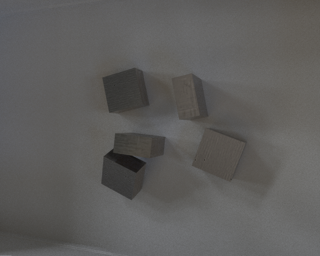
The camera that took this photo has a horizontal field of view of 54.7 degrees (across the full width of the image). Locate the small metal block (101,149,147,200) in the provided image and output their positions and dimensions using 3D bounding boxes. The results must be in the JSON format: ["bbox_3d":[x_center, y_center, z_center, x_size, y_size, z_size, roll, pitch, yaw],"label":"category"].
[{"bbox_3d":[-0.049,0.061,0.417,0.050,0.025,0.050,24,126,18],"label":"small metal block"}]

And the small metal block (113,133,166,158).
[{"bbox_3d":[-0.026,0.022,0.406,0.050,0.050,0.025,7,92,20],"label":"small metal block"}]

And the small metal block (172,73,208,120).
[{"bbox_3d":[0.038,-0.037,0.384,0.025,0.050,0.050,-11,86,20],"label":"small metal block"}]

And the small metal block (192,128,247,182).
[{"bbox_3d":[0.074,0.032,0.384,0.050,0.025,0.050,22,97,18],"label":"small metal block"}]

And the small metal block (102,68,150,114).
[{"bbox_3d":[-0.047,-0.050,0.427,0.050,0.025,0.050,-13,86,19],"label":"small metal block"}]
